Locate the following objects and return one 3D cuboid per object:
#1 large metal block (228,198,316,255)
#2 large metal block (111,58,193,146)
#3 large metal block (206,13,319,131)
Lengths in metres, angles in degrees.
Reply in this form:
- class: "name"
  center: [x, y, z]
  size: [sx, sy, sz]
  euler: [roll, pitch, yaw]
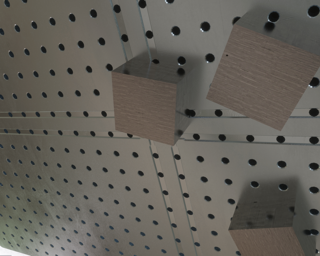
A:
- class: "large metal block"
  center: [0.148, 0.144, 0.406]
  size: [0.080, 0.050, 0.080]
  euler: [-17, 110, 35]
- class: "large metal block"
  center: [-0.009, -0.033, 0.380]
  size: [0.080, 0.050, 0.079]
  euler: [14, 124, 20]
- class: "large metal block"
  center: [0.102, -0.056, 0.307]
  size: [0.080, 0.050, 0.079]
  euler: [26, 128, 12]
